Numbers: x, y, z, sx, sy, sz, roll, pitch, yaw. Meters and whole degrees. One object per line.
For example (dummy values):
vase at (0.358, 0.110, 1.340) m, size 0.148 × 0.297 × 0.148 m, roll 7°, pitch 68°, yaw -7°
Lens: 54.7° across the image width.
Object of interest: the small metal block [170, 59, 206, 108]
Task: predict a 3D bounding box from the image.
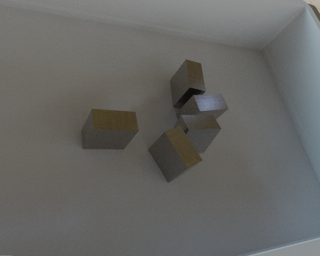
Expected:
small metal block at (0.039, -0.062, 0.451) m, size 0.025 × 0.050 × 0.050 m, roll 10°, pitch 58°, yaw -23°

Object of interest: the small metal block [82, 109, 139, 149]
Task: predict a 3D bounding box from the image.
small metal block at (-0.059, 0.003, 0.357) m, size 0.050 × 0.050 × 0.025 m, roll 3°, pitch 61°, yaw -27°

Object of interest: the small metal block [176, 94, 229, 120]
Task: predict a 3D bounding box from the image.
small metal block at (0.059, -0.023, 0.438) m, size 0.050 × 0.050 × 0.025 m, roll -6°, pitch 65°, yaw -31°

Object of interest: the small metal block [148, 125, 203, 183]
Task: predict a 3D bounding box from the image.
small metal block at (0.017, 0.033, 0.380) m, size 0.025 × 0.050 × 0.050 m, roll -23°, pitch 74°, yaw -36°

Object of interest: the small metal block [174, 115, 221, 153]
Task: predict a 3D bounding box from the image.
small metal block at (0.043, 0.009, 0.406) m, size 0.050 × 0.050 × 0.025 m, roll -2°, pitch 49°, yaw -30°
